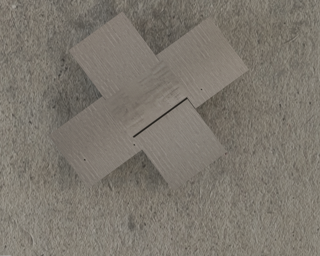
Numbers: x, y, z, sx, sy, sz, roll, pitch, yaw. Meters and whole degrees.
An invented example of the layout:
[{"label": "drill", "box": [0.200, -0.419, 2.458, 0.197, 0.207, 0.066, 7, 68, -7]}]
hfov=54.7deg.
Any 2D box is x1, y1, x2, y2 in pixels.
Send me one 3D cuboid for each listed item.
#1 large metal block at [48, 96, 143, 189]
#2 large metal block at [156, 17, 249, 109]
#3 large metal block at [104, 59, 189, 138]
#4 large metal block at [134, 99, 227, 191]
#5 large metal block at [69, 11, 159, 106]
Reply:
[{"label": "large metal block", "box": [-0.078, 0.017, 0.397, 0.080, 0.050, 0.080, -36, 90, 0]}, {"label": "large metal block", "box": [0.051, -0.079, 0.398, 0.080, 0.050, 0.080, -36, 90, 0]}, {"label": "large metal block", "box": [-0.015, -0.033, 0.383, 0.080, 0.080, 0.050, -36, 90, 0]}, {"label": "large metal block", "box": [0.025, 0.020, 0.398, 0.080, 0.050, 0.080, -36, 90, 0]}, {"label": "large metal block", "box": [-0.054, -0.085, 0.397, 0.080, 0.050, 0.080, -36, 90, 0]}]
